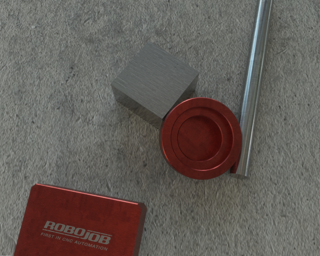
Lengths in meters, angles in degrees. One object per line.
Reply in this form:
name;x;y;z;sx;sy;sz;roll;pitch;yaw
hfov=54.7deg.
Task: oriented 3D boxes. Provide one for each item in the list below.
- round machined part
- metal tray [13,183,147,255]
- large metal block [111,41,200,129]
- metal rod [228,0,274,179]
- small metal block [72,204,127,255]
round machined part;0.047;0.013;0.385;0.099;0.042;0.097;1;86;-10
metal tray;-0.088;0.118;0.345;0.131;0.030;0.090;9;79;11
large metal block;-0.006;-0.055;0.415;0.080;0.050;0.080;35;73;11
metal rod;0.133;-0.076;0.436;0.025;0.025;0.299;13;70;4
small metal block;-0.068;0.124;0.360;0.050;0.025;0.050;-22;71;-14
